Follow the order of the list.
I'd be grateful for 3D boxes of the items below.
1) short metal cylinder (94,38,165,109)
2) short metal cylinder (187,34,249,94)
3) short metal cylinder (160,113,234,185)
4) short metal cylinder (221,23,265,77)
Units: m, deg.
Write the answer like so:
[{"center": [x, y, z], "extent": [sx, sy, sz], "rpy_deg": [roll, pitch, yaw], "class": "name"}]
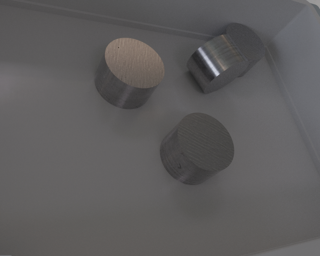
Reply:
[{"center": [-0.041, -0.072, 0.411], "extent": [0.081, 0.050, 0.080], "rpy_deg": [14, 56, -21], "class": "short metal cylinder"}, {"center": [0.088, -0.097, 0.477], "extent": [0.081, 0.080, 0.050], "rpy_deg": [-22, 74, -36], "class": "short metal cylinder"}, {"center": [0.047, 0.027, 0.398], "extent": [0.081, 0.050, 0.080], "rpy_deg": [14, 56, -21], "class": "short metal cylinder"}, {"center": [0.136, -0.137, 0.546], "extent": [0.081, 0.050, 0.080], "rpy_deg": [14, 56, -21], "class": "short metal cylinder"}]
